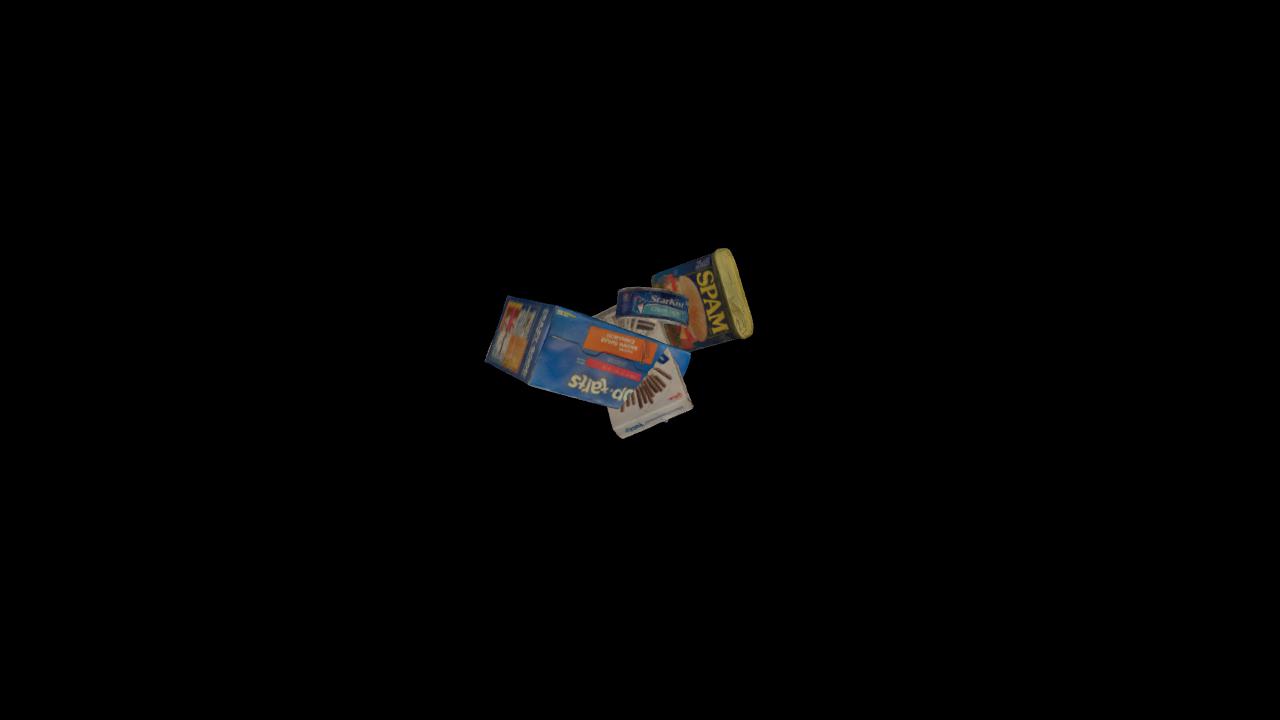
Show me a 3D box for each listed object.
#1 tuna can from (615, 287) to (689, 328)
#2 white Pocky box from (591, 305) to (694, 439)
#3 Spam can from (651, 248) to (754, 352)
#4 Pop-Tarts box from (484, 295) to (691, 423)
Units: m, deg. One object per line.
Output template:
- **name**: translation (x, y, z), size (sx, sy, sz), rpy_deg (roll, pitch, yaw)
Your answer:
- **tuna can**: translation (0.014, -0.055, 0.683), size (0.084, 0.034, 0.084), rpy_deg (7, -6, 1)
- **white Pocky box**: translation (-0.005, 0.002, 0.655), size (0.084, 0.154, 0.028), rpy_deg (-24, -38, 8)
- **Spam can**: translation (0.069, -0.063, 0.689), size (0.085, 0.101, 0.058), rpy_deg (-15, 2, 30)
- **Pop-Tarts box**: translation (-0.058, -0.003, 0.664), size (0.167, 0.083, 0.141), rpy_deg (18, 0, -32)
